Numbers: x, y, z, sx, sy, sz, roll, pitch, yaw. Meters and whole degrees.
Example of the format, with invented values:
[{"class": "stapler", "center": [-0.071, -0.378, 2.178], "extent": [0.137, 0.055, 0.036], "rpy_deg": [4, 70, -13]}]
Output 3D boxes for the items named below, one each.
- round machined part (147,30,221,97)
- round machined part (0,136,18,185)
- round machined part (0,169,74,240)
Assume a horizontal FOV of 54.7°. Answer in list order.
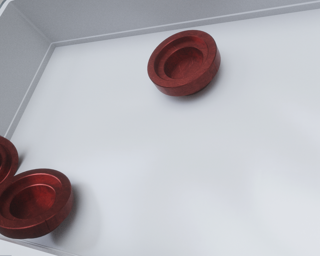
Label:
[{"class": "round machined part", "center": [0.036, -0.084, 0.426], "extent": [0.098, 0.042, 0.098], "rpy_deg": [-13, 56, 20]}, {"class": "round machined part", "center": [-0.272, 0.052, 0.467], "extent": [0.042, 0.098, 0.098], "rpy_deg": [19, 72, 35]}, {"class": "round machined part", "center": [-0.160, 0.101, 0.397], "extent": [0.099, 0.042, 0.098], "rpy_deg": [-1, 36, 1]}]
